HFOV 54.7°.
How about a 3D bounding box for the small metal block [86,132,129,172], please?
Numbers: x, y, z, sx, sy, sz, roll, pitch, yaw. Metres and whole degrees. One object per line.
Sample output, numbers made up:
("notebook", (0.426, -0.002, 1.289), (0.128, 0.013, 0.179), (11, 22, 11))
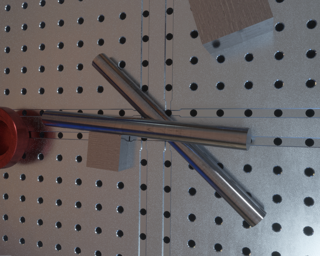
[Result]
("small metal block", (-0.074, 0.032, 0.437), (0.050, 0.025, 0.050), (5, 92, 19))

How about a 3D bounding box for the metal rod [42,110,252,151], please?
("metal rod", (-0.037, -0.001, 0.402), (0.301, 0.025, 0.025), (6, 92, 27))

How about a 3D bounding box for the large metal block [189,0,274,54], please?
("large metal block", (0.082, -0.145, 0.370), (0.080, 0.050, 0.080), (-18, 84, 18))

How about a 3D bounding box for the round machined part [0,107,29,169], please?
("round machined part", (-0.249, 0.015, 0.489), (0.098, 0.042, 0.097), (0, 90, 19))

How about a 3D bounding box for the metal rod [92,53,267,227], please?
("metal rod", (0.016, 0.007, 0.406), (0.300, 0.025, 0.025), (45, 104, 14))
